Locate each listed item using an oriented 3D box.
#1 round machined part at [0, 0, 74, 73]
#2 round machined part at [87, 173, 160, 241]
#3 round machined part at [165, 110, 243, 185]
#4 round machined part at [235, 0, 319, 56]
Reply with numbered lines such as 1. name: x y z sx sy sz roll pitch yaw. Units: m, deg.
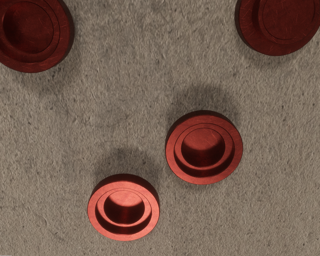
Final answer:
1. round machined part: -0.148 -0.115 0.356 0.099 0.042 0.097 0 110 -1
2. round machined part: -0.050 0.107 0.440 0.099 0.042 0.097 0 110 -1
3. round machined part: 0.056 0.022 0.410 0.099 0.042 0.097 0 110 -1
4. round machined part: 0.139 -0.132 0.354 0.099 0.042 0.097 0 110 -1
